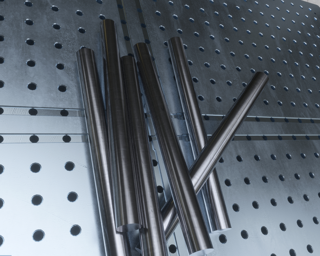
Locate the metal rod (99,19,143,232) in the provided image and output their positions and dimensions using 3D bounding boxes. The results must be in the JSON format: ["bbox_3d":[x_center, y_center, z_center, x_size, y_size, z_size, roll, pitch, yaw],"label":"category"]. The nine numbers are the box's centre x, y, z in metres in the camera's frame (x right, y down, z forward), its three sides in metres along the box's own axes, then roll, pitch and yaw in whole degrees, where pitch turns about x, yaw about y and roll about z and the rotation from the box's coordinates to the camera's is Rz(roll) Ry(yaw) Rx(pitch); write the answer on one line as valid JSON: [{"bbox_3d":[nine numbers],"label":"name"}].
[{"bbox_3d":[-0.053,-0.028,0.376,0.025,0.025,0.299,7,53,-25],"label":"metal rod"}]

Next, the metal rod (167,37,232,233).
[{"bbox_3d":[0.049,-0.009,0.438,0.025,0.025,0.299,4,60,-26],"label":"metal rod"}]

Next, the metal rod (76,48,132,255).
[{"bbox_3d":[-0.065,0.034,0.352,0.025,0.025,0.299,0,62,-28],"label":"metal rod"}]

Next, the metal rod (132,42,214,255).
[{"bbox_3d":[0.005,0.001,0.380,0.025,0.025,0.299,4,51,-26],"label":"metal rod"}]

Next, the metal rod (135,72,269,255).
[{"bbox_3d":[0.068,0.029,0.392,0.025,0.025,0.301,40,61,-1],"label":"metal rod"}]

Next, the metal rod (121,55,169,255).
[{"bbox_3d":[-0.023,0.029,0.357,0.025,0.025,0.299,7,53,-25],"label":"metal rod"}]
